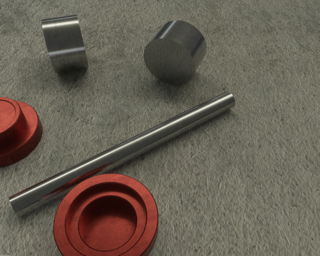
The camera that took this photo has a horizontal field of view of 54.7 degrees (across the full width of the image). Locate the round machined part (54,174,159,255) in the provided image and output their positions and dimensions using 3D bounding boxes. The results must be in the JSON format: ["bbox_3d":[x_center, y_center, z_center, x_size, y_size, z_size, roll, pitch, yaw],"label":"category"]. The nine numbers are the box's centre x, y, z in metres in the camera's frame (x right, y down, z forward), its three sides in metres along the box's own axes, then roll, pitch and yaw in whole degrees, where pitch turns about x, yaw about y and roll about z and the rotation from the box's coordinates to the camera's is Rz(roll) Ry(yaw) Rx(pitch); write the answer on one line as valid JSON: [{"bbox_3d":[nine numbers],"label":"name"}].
[{"bbox_3d":[-0.051,0.098,0.309,0.099,0.042,0.098,0,50,0],"label":"round machined part"}]

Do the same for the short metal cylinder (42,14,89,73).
[{"bbox_3d":[-0.143,-0.128,0.474,0.050,0.080,0.080,-13,52,-11],"label":"short metal cylinder"}]

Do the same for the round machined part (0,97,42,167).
[{"bbox_3d":[-0.205,-0.001,0.391,0.099,0.042,0.098,0,50,0],"label":"round machined part"}]

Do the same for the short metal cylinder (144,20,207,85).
[{"bbox_3d":[0.023,-0.111,0.461,0.080,0.080,0.050,19,53,15],"label":"short metal cylinder"}]

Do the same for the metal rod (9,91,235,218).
[{"bbox_3d":[-0.029,0.022,0.384,0.302,0.025,0.025,-26,55,-21],"label":"metal rod"}]
